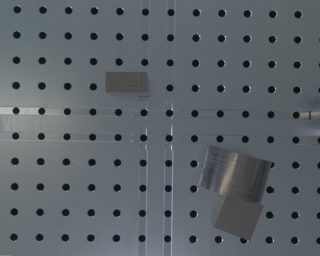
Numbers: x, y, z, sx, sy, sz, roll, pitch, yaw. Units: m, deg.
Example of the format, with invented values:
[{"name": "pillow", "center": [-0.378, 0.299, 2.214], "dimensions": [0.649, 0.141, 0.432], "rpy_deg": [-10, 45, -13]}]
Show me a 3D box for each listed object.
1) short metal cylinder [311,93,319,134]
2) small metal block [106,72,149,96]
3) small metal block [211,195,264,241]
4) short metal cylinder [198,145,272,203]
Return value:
[{"name": "short metal cylinder", "center": [0.248, -0.020, 0.403], "dimensions": [0.081, 0.050, 0.079], "rpy_deg": [0, 90, 0]}, {"name": "small metal block", "center": [-0.041, -0.056, 0.401], "dimensions": [0.050, 0.050, 0.025], "rpy_deg": [0, 90, 0]}, {"name": "small metal block", "center": [0.103, 0.115, 0.414], "dimensions": [0.050, 0.025, 0.050], "rpy_deg": [21, 90, 0]}, {"name": "short metal cylinder", "center": [0.092, 0.055, 0.387], "dimensions": [0.080, 0.080, 0.050], "rpy_deg": [15, 90, 0]}]
